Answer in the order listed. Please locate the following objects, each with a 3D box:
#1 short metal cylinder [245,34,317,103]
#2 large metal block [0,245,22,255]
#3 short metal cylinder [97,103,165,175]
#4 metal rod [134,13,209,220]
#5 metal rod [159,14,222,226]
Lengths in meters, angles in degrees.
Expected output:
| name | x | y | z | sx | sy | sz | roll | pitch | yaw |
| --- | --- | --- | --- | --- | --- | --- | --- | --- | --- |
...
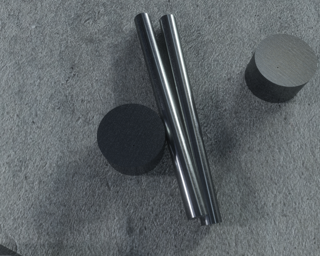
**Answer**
| name | x | y | z | sx | sy | sz | roll | pitch | yaw |
| --- | --- | --- | --- | --- | --- | --- | --- | --- | --- |
| short metal cylinder | 0.163 | -0.081 | 0.425 | 0.081 | 0.050 | 0.080 | 0 | 70 | 0 |
| large metal block | -0.169 | 0.160 | 0.319 | 0.080 | 0.080 | 0.050 | 23 | 72 | 8 |
| short metal cylinder | -0.034 | 0.016 | 0.389 | 0.081 | 0.050 | 0.080 | 0 | 70 | 0 |
| metal rod | 0.008 | -0.032 | 0.409 | 0.025 | 0.025 | 0.299 | -13 | 67 | -5 |
| metal rod | 0.036 | -0.025 | 0.417 | 0.025 | 0.025 | 0.299 | -9 | 70 | -3 |
